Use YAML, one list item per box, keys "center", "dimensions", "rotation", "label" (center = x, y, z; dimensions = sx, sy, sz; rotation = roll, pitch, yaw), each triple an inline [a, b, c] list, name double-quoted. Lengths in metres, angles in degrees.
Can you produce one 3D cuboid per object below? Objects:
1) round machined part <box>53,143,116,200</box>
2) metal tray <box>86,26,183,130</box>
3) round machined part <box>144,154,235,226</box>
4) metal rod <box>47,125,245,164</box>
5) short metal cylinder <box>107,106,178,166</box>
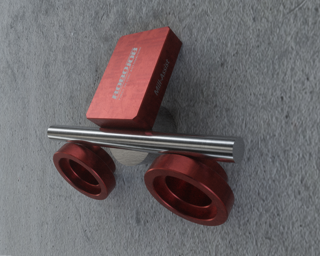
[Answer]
- center: [-0.105, 0.058, 0.459]
  dimensions: [0.098, 0.042, 0.097]
  rotation: [22, 140, 20]
  label: "round machined part"
- center: [-0.033, -0.062, 0.393]
  dimensions: [0.090, 0.030, 0.130]
  rotation: [3, 66, 39]
  label: "metal tray"
- center: [0.035, 0.061, 0.342]
  dimensions: [0.098, 0.042, 0.097]
  rotation: [22, 144, 18]
  label: "round machined part"
- center: [-0.044, 0.014, 0.377]
  dimensions: [0.300, 0.025, 0.025]
  rotation: [3, 92, 39]
  label: "metal rod"
- center: [-0.024, 0.008, 0.408]
  dimensions: [0.080, 0.050, 0.079]
  rotation: [0, 90, 39]
  label: "short metal cylinder"
